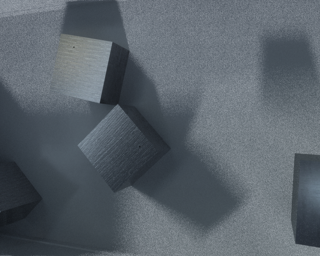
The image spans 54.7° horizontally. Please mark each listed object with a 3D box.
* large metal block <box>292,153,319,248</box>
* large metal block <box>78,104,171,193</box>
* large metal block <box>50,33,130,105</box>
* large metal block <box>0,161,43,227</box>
[{"bbox_3d":[0.168,0.071,0.322,0.050,0.080,0.079,3,91,20],"label":"large metal block"},{"bbox_3d":[-0.047,0.026,0.414,0.080,0.050,0.080,-44,77,14],"label":"large metal block"},{"bbox_3d":[-0.097,-0.080,0.431,0.080,0.050,0.080,14,95,19],"label":"large metal block"},{"bbox_3d":[-0.243,0.101,0.467,0.050,0.080,0.080,-47,76,14],"label":"large metal block"}]
